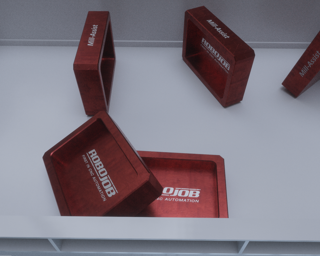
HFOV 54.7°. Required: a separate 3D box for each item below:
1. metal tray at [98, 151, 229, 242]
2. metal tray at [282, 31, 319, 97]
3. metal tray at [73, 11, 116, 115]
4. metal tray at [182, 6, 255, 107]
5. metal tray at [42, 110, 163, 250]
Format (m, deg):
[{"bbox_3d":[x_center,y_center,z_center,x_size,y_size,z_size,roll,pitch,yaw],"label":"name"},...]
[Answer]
[{"bbox_3d":[0.005,0.071,0.341,0.131,0.030,0.090,3,50,2],"label":"metal tray"},{"bbox_3d":[0.231,-0.107,0.423,0.090,0.129,0.030,-34,70,-21],"label":"metal tray"},{"bbox_3d":[-0.088,-0.093,0.440,0.030,0.090,0.130,0,50,0],"label":"metal tray"},{"bbox_3d":[0.078,-0.105,0.451,0.030,0.090,0.130,-21,53,-16],"label":"metal tray"},{"bbox_3d":[-0.066,0.046,0.324,0.090,0.030,0.130,-38,43,-4],"label":"metal tray"}]
